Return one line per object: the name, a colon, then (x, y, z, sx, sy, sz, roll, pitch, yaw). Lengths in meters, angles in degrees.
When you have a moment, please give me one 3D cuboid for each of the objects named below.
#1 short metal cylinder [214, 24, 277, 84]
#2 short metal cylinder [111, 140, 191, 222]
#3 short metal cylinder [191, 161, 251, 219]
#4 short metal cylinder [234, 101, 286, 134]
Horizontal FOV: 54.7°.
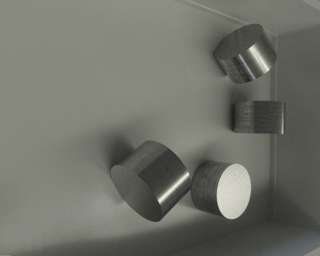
short metal cylinder: (0.132, -0.115, 0.481, 0.050, 0.080, 0.080, 48, 62, -30)
short metal cylinder: (-0.011, 0.061, 0.361, 0.050, 0.080, 0.080, -38, 114, -33)
short metal cylinder: (0.093, 0.092, 0.468, 0.081, 0.050, 0.080, 0, 90, -40)
short metal cylinder: (0.163, -0.016, 0.507, 0.081, 0.080, 0.050, 1, 89, -40)
